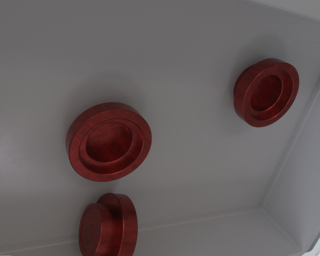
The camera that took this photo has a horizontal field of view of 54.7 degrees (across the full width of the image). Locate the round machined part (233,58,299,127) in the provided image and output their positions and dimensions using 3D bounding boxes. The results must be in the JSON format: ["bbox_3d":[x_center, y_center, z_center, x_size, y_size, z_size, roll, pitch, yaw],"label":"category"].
[{"bbox_3d":[0.146,-0.053,0.444,0.099,0.042,0.097,-14,124,-21],"label":"round machined part"}]

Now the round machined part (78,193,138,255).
[{"bbox_3d":[-0.073,0.134,0.404,0.042,0.098,0.097,15,111,-34],"label":"round machined part"}]

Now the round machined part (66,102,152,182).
[{"bbox_3d":[-0.063,0.013,0.371,0.099,0.042,0.097,-14,124,-21],"label":"round machined part"}]
